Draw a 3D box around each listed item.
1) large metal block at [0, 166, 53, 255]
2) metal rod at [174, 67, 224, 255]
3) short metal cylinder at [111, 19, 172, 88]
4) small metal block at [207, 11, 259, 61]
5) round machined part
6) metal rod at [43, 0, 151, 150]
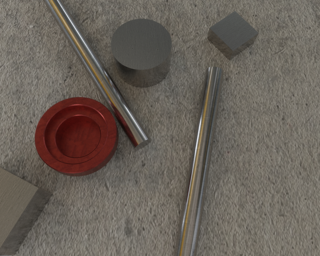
[{"bbox_3d":[-0.189,0.091,0.359,0.080,0.050,0.080,25,72,8],"label":"large metal block"},{"bbox_3d":[0.048,0.058,0.387,0.025,0.025,0.299,11,70,3],"label":"metal rod"},{"bbox_3d":[-0.025,-0.103,0.432,0.081,0.050,0.080,0,70,0],"label":"short metal cylinder"},{"bbox_3d":[0.107,-0.137,0.460,0.050,0.025,0.050,-36,74,-13],"label":"small metal block"},{"bbox_3d":[-0.101,0.013,0.393,0.099,0.042,0.098,0,70,-1],"label":"round machined part"},{"bbox_3d":[-0.101,-0.098,0.442,0.025,0.025,0.299,-30,73,-11],"label":"metal rod"}]
